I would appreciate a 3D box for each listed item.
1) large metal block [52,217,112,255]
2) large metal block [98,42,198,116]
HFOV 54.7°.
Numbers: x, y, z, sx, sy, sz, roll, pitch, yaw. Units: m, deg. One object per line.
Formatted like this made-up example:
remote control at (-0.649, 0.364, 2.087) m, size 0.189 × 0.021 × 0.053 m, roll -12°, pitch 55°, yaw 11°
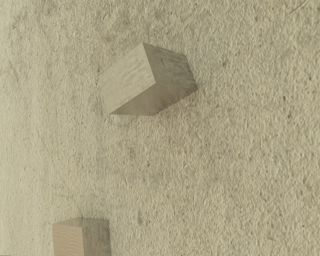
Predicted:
large metal block at (-0.124, 0.189, 0.491) m, size 0.080 × 0.050 × 0.080 m, roll -10°, pitch 84°, yaw 39°
large metal block at (-0.014, -0.055, 0.381) m, size 0.080 × 0.081 × 0.050 m, roll -28°, pitch 72°, yaw 36°
